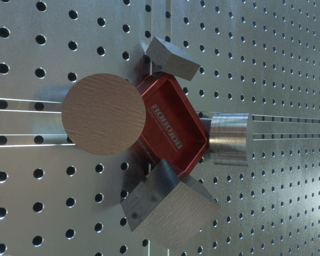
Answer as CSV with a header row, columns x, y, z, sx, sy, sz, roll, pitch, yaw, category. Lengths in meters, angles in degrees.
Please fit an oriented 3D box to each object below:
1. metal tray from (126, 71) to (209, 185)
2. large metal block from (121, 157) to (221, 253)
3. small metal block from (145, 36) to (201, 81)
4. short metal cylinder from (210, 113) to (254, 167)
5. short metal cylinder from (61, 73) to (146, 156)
x,y,z,sx,sy,sz,roll,pitch,yaw,category
0.010,0.001,0.413,0.090,0.030,0.130,-49,119,-29,metal tray
0.013,0.096,0.382,0.080,0.050,0.080,-48,124,6,large metal block
0.017,-0.090,0.403,0.050,0.050,0.025,11,121,-39,small metal block
0.109,0.017,0.464,0.080,0.050,0.079,0,90,-66,short metal cylinder
-0.059,-0.013,0.324,0.081,0.050,0.079,0,91,-15,short metal cylinder
